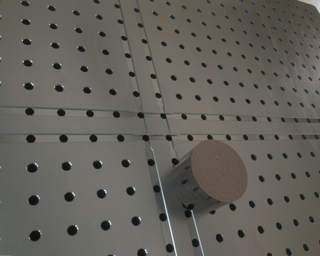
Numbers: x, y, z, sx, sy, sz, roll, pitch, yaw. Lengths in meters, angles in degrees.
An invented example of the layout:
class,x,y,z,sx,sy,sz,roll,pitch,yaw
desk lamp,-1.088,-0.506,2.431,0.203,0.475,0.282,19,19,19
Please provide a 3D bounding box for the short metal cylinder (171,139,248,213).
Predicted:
class,x,y,z,sx,sy,sz,roll,pitch,yaw
short metal cylinder,0.062,0.061,0.390,0.081,0.050,0.080,14,56,-21
